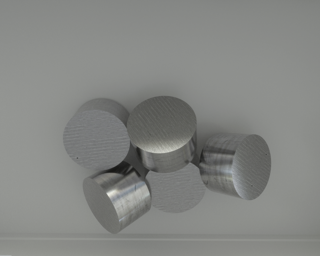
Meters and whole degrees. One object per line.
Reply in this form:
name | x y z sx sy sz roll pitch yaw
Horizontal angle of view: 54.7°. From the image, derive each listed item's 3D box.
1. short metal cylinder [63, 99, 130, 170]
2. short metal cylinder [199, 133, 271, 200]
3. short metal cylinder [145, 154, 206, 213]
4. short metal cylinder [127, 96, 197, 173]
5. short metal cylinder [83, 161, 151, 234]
short metal cylinder | -0.077 0.007 0.397 0.081 0.050 0.079 0 110 -1
short metal cylinder | 0.096 0.047 0.393 0.081 0.050 0.079 -2 93 -39
short metal cylinder | 0.019 0.067 0.421 0.081 0.050 0.079 0 110 -1
short metal cylinder | 0.004 0.008 0.375 0.080 0.080 0.050 -8 146 2
short metal cylinder | -0.057 0.089 0.405 0.050 0.080 0.079 -27 115 -36
